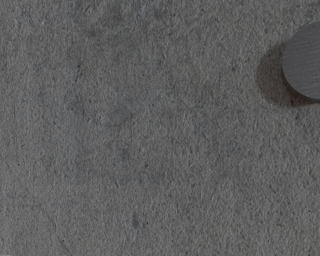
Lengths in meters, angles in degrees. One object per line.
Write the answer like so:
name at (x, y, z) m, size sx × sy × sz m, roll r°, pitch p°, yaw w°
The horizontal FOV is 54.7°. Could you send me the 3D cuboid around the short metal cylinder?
short metal cylinder at (0.174, -0.069, 0.334) m, size 0.080 × 0.050 × 0.080 m, roll 0°, pitch 90°, yaw 20°
